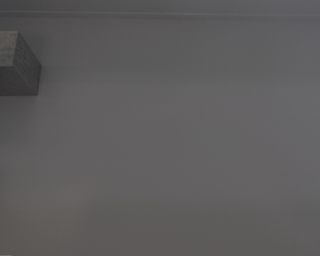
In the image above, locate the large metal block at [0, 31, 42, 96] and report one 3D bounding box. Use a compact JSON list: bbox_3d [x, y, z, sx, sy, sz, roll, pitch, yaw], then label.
[{"bbox_3d":[-0.214,-0.082,0.409,0.081,0.080,0.050,-1,70,0],"label":"large metal block"}]
